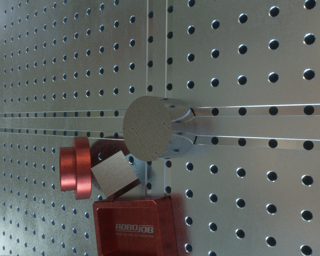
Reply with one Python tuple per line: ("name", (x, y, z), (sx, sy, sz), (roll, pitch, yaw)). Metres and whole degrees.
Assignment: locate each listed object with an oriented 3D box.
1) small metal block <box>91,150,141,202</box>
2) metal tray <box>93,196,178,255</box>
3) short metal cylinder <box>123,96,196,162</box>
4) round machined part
("small metal block", (-0.063, 0.069, 0.444), (0.050, 0.025, 0.050), (-31, 64, -8))
("metal tray", (-0.039, 0.146, 0.438), (0.130, 0.030, 0.090), (-13, 82, 39))
("short metal cylinder", (-0.001, 0.001, 0.394), (0.080, 0.050, 0.080), (0, 90, 40))
("round machined part", (-0.134, 0.063, 0.481), (0.098, 0.042, 0.097), (179, 90, -71))
